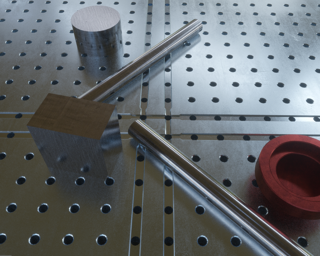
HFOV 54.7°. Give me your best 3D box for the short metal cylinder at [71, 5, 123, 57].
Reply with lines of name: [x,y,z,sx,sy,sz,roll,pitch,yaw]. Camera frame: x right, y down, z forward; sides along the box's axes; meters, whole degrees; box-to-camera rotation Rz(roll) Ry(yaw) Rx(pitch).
short metal cylinder: [-0.106,-0.166,0.529,0.081,0.050,0.080,0,50,0]

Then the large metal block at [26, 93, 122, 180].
large metal block: [-0.094,0.011,0.361,0.080,0.080,0.050,11,51,8]

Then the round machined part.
round machined part: [0.157,0.058,0.350,0.099,0.042,0.098,0,50,0]

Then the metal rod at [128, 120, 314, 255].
metal rod: [0.074,0.081,0.340,0.300,0.025,0.025,38,59,27]

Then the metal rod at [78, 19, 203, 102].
metal rod: [-0.031,-0.100,0.491,0.025,0.025,0.302,34,57,24]
